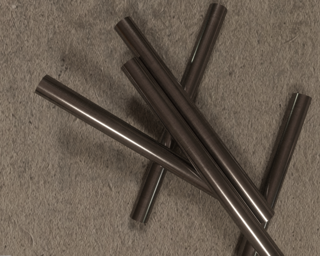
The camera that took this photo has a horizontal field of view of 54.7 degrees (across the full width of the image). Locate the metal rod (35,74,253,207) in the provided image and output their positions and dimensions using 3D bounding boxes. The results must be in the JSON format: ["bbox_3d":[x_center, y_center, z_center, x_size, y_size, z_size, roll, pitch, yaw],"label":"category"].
[{"bbox_3d":[-0.008,0.028,0.380,0.301,0.025,0.025,32,90,-12],"label":"metal rod"}]

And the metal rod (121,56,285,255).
[{"bbox_3d":[0.052,0.042,0.373,0.025,0.025,0.299,-36,91,0],"label":"metal rod"}]

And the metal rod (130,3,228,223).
[{"bbox_3d":[0.025,-0.019,0.410,0.025,0.025,0.299,21,90,-1],"label":"metal rod"}]

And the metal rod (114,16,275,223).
[{"bbox_3d":[0.043,-0.009,0.384,0.025,0.025,0.299,-37,91,0],"label":"metal rod"}]

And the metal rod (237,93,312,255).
[{"bbox_3d":[0.141,0.099,0.411,0.025,0.025,0.298,19,90,-1],"label":"metal rod"}]
